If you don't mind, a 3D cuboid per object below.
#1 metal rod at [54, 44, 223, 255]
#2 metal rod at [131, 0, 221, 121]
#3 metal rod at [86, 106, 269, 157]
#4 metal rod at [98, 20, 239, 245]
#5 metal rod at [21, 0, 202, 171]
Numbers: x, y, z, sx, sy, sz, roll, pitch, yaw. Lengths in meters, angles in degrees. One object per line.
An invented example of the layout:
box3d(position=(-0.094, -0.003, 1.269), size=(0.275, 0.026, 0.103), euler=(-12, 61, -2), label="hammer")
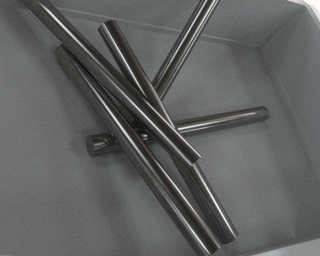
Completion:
box3d(position=(-0.038, 0.009, 0.345), size=(0.025, 0.025, 0.300), euler=(-22, 62, -36), label="metal rod")
box3d(position=(0.047, -0.137, 0.425), size=(0.025, 0.025, 0.299), euler=(31, 81, -9), label="metal rod")
box3d(position=(0.046, -0.002, 0.433), size=(0.303, 0.025, 0.025), euler=(-10, 67, -33), label="metal rod")
box3d(position=(0.009, 0.003, 0.378), size=(0.025, 0.025, 0.299), euler=(-28, 87, -38), label="metal rod")
box3d(position=(-0.066, -0.066, 0.368), size=(0.300, 0.025, 0.025), euler=(46, 51, 10), label="metal rod")
